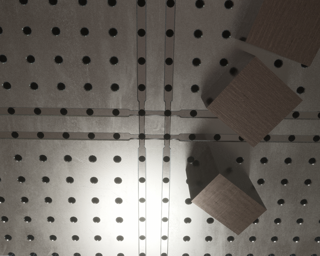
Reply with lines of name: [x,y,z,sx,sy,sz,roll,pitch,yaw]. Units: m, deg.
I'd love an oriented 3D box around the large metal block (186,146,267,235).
large metal block: [0.084,0.081,0.415,0.080,0.080,0.050,38,106,-13]

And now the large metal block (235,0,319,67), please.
large metal block: [0.145,-0.126,0.356,0.080,0.050,0.079,19,109,-7]

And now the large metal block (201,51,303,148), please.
large metal block: [0.111,-0.037,0.388,0.080,0.050,0.080,38,105,-13]
